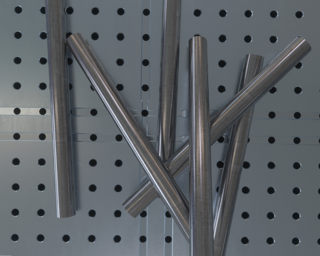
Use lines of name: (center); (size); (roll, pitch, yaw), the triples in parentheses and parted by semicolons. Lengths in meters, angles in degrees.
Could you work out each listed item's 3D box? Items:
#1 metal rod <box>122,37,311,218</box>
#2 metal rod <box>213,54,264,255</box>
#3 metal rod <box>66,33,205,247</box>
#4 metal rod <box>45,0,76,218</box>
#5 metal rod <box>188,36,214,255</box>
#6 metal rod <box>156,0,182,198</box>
metal rod: (0.070, -0.001, 0.387); (0.300, 0.025, 0.025); (-44, 90, 0)
metal rod: (0.097, 0.052, 0.413); (0.025, 0.025, 0.299); (11, 90, 0)
metal rod: (-0.034, 0.004, 0.378); (0.025, 0.025, 0.299); (-33, 76, 0)
metal rod: (-0.133, -0.033, 0.412); (0.025, 0.025, 0.298); (-3, 90, 0)
metal rod: (0.046, 0.023, 0.357); (0.025, 0.025, 0.299); (2, 67, 0)
metal rod: (0.011, -0.058, 0.413); (0.025, 0.025, 0.298); (2, 90, 0)
